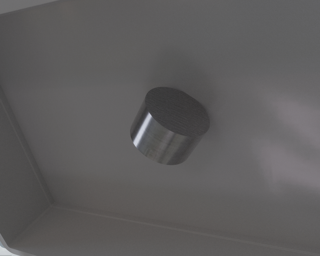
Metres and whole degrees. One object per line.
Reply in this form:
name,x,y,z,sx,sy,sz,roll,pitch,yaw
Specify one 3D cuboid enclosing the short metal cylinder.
short metal cylinder,0.011,-0.003,0.366,0.080,0.080,0.050,34,129,6
